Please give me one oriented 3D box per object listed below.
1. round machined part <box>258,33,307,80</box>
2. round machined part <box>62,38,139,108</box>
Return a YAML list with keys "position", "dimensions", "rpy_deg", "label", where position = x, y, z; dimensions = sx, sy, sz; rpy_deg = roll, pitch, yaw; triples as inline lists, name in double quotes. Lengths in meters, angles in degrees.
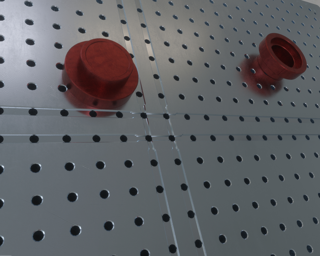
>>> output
- position: [0.231, -0.133, 0.601]
  dimensions: [0.099, 0.042, 0.098]
  rpy_deg: [13, 56, -21]
  label: "round machined part"
- position: [-0.074, -0.078, 0.405]
  dimensions: [0.099, 0.042, 0.098]
  rpy_deg: [13, 56, -21]
  label: "round machined part"
